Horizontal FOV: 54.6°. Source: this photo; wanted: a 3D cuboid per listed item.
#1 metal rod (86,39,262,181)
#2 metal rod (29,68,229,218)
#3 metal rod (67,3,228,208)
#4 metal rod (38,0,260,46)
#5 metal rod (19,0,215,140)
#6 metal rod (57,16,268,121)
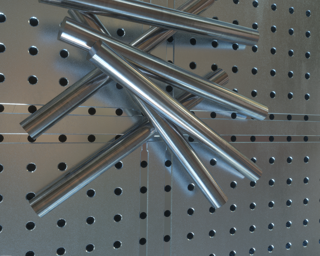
[{"bbox_3d":[0.039,-0.004,0.384,0.301,0.025,0.025,35,78,-33],"label":"metal rod"},{"bbox_3d":[-0.027,0.010,0.402,0.301,0.025,0.025,-36,102,-17],"label":"metal rod"},{"bbox_3d":[-0.007,-0.020,0.381,0.025,0.025,0.300,-40,103,-15],"label":"metal rod"},{"bbox_3d":[0.011,-0.135,0.384,0.302,0.025,0.025,0,90,-32],"label":"metal rod"},{"bbox_3d":[-0.043,-0.090,0.396,0.301,0.025,0.025,-41,103,-16],"label":"metal rod"},{"bbox_3d":[0.027,-0.061,0.383,0.302,0.025,0.025,17,84,-31],"label":"metal rod"}]
